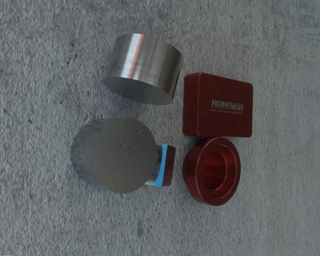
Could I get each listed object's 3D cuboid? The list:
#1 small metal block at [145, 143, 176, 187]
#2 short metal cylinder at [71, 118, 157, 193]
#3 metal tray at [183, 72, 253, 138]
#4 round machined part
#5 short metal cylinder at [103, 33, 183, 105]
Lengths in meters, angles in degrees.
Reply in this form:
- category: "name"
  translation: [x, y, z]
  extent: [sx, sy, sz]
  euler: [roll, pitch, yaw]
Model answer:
- category: "small metal block"
  translation: [0.000, 0.046, 0.389]
  extent: [0.050, 0.025, 0.050]
  euler: [29, 68, -74]
- category: "short metal cylinder"
  translation: [-0.051, 0.029, 0.346]
  extent: [0.081, 0.050, 0.080]
  euler: [0, 90, -40]
- category: "metal tray"
  translation: [0.093, -0.031, 0.479]
  extent: [0.131, 0.030, 0.089]
  euler: [3, 88, -40]
- category: "round machined part"
  translation: [0.072, 0.062, 0.454]
  extent: [0.099, 0.042, 0.097]
  euler: [0, 91, -40]
- category: "short metal cylinder"
  translation: [-0.019, -0.064, 0.353]
  extent: [0.080, 0.080, 0.050]
  euler: [24, 75, -38]
